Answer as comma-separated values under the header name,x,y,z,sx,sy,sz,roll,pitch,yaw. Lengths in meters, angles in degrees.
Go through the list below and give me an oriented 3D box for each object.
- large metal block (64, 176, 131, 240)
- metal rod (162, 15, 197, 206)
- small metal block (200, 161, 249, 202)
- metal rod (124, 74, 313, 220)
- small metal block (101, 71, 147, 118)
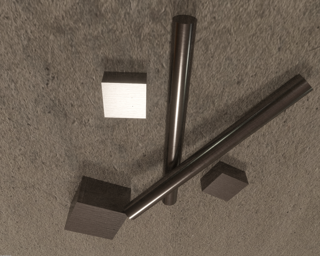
name,x,y,z,sx,sy,sz,roll,pitch,yaw
large metal block,-0.100,0.131,0.501,0.081,0.050,0.079,19,128,-16
metal rod,0.020,0.003,0.410,0.025,0.025,0.298,1,130,-2
small metal block,0.099,0.083,0.480,0.050,0.025,0.050,24,126,-20
metal rod,0.064,0.036,0.414,0.299,0.025,0.025,-40,120,20
small metal block,-0.042,-0.039,0.373,0.050,0.025,0.050,2,130,-2
